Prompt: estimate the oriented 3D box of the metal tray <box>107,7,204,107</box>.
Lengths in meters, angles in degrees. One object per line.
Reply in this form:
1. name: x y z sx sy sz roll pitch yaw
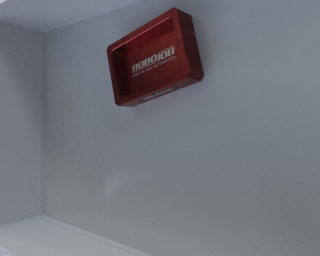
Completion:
1. metal tray: -0.012 -0.087 0.411 0.130 0.030 0.090 -17 80 38
